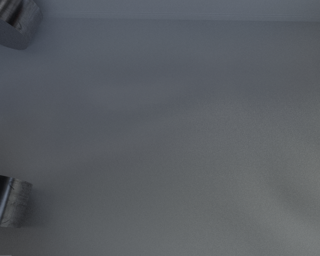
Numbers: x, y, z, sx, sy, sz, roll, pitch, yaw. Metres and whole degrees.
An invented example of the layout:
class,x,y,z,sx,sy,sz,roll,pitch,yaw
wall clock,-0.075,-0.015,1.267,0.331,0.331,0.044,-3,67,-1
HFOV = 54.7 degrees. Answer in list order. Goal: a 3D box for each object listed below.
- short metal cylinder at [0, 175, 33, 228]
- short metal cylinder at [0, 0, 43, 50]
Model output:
class,x,y,z,sx,sy,sz,roll,pitch,yaw
short metal cylinder,-0.192,0.081,0.348,0.080,0.080,0.050,7,70,2
short metal cylinder,-0.215,-0.155,0.434,0.080,0.080,0.050,16,71,5
